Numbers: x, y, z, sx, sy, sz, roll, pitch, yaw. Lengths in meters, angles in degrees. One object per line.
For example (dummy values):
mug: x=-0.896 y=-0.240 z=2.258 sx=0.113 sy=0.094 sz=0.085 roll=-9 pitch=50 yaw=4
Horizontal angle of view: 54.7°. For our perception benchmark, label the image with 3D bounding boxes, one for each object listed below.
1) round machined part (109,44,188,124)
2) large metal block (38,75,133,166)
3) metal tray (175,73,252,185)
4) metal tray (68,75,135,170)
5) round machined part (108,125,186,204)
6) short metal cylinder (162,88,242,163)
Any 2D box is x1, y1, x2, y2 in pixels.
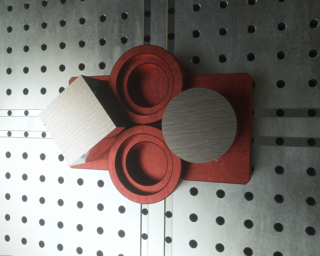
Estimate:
round machined part: x=-0.012 y=-0.054 z=0.398 sx=0.098 sy=0.042 sz=0.097 roll=0 pitch=90 yaw=20
large metal block: x=-0.095 y=-0.009 z=0.400 sx=0.080 sy=0.050 sz=0.080 roll=-38 pitch=78 yaw=16
metal tray: x=0.067 y=0.000 z=0.384 sx=0.090 sy=0.030 sz=0.129 roll=1 pitch=90 yaw=19
metal tray: x=-0.083 y=-0.007 z=0.439 sx=0.090 sy=0.030 sz=0.129 roll=1 pitch=90 yaw=18
round machined part: x=-0.014 y=0.045 z=0.398 sx=0.098 sy=0.042 sz=0.097 roll=0 pitch=90 yaw=20
short metal cylinder: x=0.048 y=-0.003 z=0.349 sx=0.080 sy=0.050 sz=0.079 roll=0 pitch=90 yaw=20
